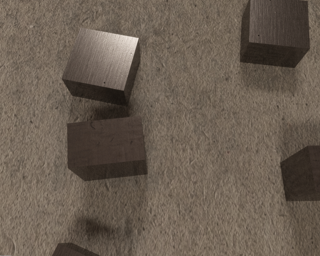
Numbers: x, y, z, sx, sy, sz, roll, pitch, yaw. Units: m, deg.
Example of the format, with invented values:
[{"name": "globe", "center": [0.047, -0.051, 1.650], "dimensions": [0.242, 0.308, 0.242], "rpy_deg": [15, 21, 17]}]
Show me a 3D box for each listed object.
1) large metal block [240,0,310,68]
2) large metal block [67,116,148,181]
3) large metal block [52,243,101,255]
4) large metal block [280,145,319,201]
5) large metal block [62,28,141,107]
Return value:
[{"name": "large metal block", "center": [0.163, -0.138, 0.448], "dimensions": [0.080, 0.050, 0.080], "rpy_deg": [7, 70, 2]}, {"name": "large metal block", "center": [-0.059, 0.027, 0.368], "dimensions": [0.081, 0.080, 0.050], "rpy_deg": [-6, 70, -3]}, {"name": "large metal block", "center": [-0.084, 0.178, 0.329], "dimensions": [0.080, 0.050, 0.080], "rpy_deg": [21, 71, 7]}, {"name": "large metal block", "center": [0.199, 0.055, 0.361], "dimensions": [0.081, 0.080, 0.050], "rpy_deg": [-1, 70, -1]}, {"name": "large metal block", "center": [-0.076, -0.082, 0.424], "dimensions": [0.080, 0.050, 0.080], "rpy_deg": [11, 70, 4]}]
